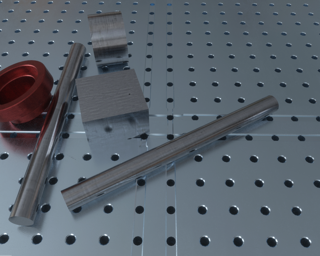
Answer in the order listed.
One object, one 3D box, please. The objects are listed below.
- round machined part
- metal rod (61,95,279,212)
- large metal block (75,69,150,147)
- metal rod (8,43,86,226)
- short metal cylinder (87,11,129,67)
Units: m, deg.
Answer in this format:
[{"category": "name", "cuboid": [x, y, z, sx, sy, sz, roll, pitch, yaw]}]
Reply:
[{"category": "round machined part", "cuboid": [-0.189, -0.045, 0.422, 0.098, 0.042, 0.098, -10, 48, 12]}, {"category": "metal rod", "cuboid": [0.027, 0.023, 0.388, 0.302, 0.025, 0.025, -24, 54, -19]}, {"category": "large metal block", "cuboid": [-0.064, -0.029, 0.415, 0.081, 0.050, 0.080, -12, 51, -10]}, {"category": "metal rod", "cuboid": [-0.140, -0.017, 0.420, 0.025, 0.025, 0.300, 1, 50, 1]}, {"category": "short metal cylinder", "cuboid": [-0.081, -0.140, 0.489, 0.050, 0.080, 0.080, -10, 51, -8]}]
